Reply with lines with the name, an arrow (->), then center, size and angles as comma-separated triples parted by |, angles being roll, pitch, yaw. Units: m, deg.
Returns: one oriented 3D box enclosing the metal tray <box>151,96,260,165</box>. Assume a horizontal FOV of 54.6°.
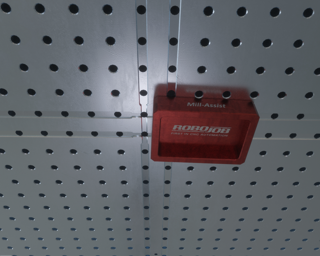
metal tray -> 0.055, 0.006, 0.413 | 0.131, 0.030, 0.089 | 2, 130, -2
